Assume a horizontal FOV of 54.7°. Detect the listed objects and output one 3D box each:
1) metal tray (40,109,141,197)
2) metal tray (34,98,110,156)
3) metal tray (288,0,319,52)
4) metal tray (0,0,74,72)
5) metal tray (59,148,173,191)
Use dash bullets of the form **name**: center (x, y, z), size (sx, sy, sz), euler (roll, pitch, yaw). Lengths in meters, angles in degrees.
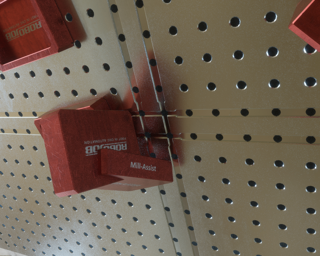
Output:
- **metal tray**: center (-0.075, 0.025, 0.378), size (0.030, 0.131, 0.090), euler (-17, 84, 29)
- **metal tray**: center (-0.123, 0.010, 0.476), size (0.130, 0.030, 0.090), euler (-10, 114, 32)
- **metal tray**: center (0.151, -0.122, 0.214), size (0.030, 0.090, 0.129), euler (39, 129, 1)
- **metal tray**: center (-0.190, -0.135, 0.421), size (0.130, 0.030, 0.090), euler (-8, 115, 31)
- **metal tray**: center (-0.055, 0.061, 0.417), size (0.090, 0.131, 0.030), euler (-19, 67, 35)
